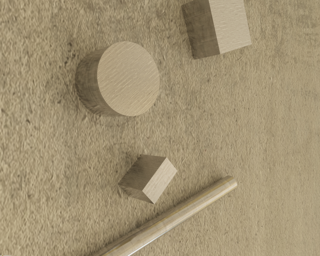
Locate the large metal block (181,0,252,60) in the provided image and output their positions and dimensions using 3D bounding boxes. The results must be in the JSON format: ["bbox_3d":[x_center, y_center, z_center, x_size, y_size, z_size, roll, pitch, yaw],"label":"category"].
[{"bbox_3d":[0.086,-0.153,0.463,0.081,0.050,0.080,-25,106,-37],"label":"large metal block"}]

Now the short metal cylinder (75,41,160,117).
[{"bbox_3d":[-0.047,-0.053,0.350,0.081,0.050,0.079,0,90,-40],"label":"short metal cylinder"}]

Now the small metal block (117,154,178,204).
[{"bbox_3d":[-0.015,0.061,0.378,0.050,0.050,0.025,-52,121,-27],"label":"small metal block"}]

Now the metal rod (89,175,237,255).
[{"bbox_3d":[0.003,0.127,0.409,0.302,0.025,0.025,-19,102,-39],"label":"metal rod"}]
